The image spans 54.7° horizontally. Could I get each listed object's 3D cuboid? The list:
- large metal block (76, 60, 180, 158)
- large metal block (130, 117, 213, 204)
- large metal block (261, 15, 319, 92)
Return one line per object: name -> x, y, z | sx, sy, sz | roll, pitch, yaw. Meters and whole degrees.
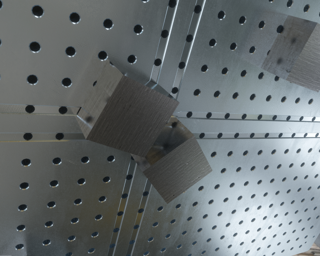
large metal block -> -0.038, -0.021, 0.363 | 0.080, 0.050, 0.080 | 22, 106, -37
large metal block -> 0.016, 0.046, 0.434 | 0.080, 0.050, 0.080 | -35, 129, -5
large metal block -> 0.207, -0.105, 0.446 | 0.081, 0.050, 0.079 | 10, 113, -33
